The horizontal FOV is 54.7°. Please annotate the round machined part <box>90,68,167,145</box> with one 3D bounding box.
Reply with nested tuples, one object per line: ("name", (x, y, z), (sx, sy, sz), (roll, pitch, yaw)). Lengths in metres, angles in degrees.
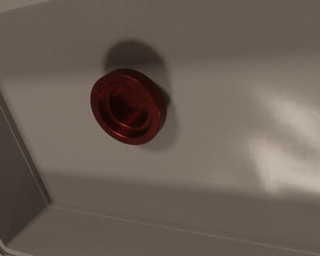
("round machined part", (-0.036, -0.030, 0.396), (0.098, 0.042, 0.097), (13, 124, 20))
